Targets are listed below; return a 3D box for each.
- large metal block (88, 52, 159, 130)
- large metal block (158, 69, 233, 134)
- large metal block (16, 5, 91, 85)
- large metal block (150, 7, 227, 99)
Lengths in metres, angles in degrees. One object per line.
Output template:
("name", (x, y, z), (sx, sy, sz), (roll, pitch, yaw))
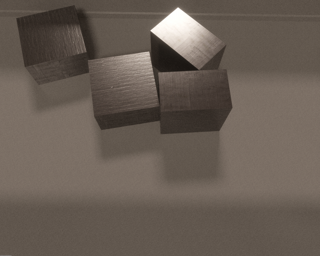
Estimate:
("large metal block", (-0.047, -0.049, 0.414), (0.081, 0.050, 0.080), (-9, 70, -4))
("large metal block", (0.040, -0.030, 0.392), (0.081, 0.080, 0.050), (-3, 70, -2))
("large metal block", (-0.146, -0.116, 0.437), (0.081, 0.050, 0.080), (-16, 71, -6))
("large metal block", (0.034, -0.097, 0.417), (0.080, 0.080, 0.050), (42, 75, 13))
